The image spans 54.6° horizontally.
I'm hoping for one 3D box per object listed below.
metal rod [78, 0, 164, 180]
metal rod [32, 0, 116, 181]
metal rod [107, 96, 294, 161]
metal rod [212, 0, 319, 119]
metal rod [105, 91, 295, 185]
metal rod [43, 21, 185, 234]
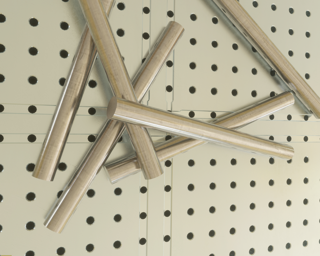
[{"bbox_3d":[-0.057,-0.081,0.363,0.025,0.025,0.299,-22,98,-19],"label":"metal rod"},{"bbox_3d":[-0.092,-0.083,0.378,0.025,0.025,0.299,20,83,-19],"label":"metal rod"},{"bbox_3d":[0.074,0.008,0.408,0.302,0.025,0.025,14,86,-31],"label":"metal rod"},{"bbox_3d":[0.160,-0.122,0.470,0.300,0.025,0.025,43,77,-15],"label":"metal rod"},{"bbox_3d":[0.068,0.007,0.437,0.302,0.025,0.025,-22,97,-19],"label":"metal rod"},{"bbox_3d":[-0.052,-0.009,0.393,0.025,0.025,0.300,34,79,-17],"label":"metal rod"}]
